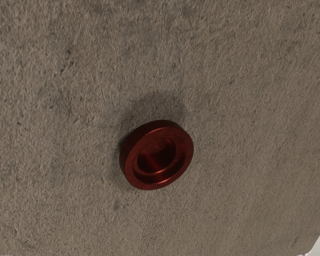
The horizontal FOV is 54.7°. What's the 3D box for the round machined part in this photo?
[{"bbox_3d":[-0.008,0.031,0.413,0.099,0.042,0.097,-14,125,-21],"label":"round machined part"}]
